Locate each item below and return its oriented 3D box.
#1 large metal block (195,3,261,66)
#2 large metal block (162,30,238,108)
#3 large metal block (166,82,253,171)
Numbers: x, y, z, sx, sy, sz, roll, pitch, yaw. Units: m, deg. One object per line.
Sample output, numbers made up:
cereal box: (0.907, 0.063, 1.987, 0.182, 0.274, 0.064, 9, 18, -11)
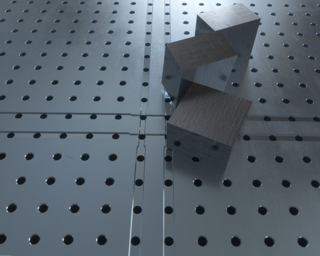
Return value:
large metal block: (0.103, -0.141, 0.492, 0.081, 0.080, 0.050, -20, 53, -17)
large metal block: (0.052, -0.082, 0.436, 0.081, 0.080, 0.050, -19, 63, -15)
large metal block: (0.062, -0.004, 0.396, 0.080, 0.050, 0.080, 21, 53, 16)
